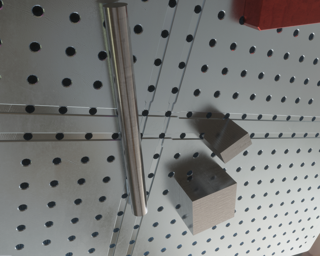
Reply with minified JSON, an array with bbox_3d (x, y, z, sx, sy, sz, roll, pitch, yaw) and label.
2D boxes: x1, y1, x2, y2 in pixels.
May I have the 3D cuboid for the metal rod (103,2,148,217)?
[{"bbox_3d":[-0.038,0.001,0.392,0.025,0.025,0.298,-17,125,-19],"label":"metal rod"}]

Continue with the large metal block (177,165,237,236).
[{"bbox_3d":[0.077,0.119,0.513,0.081,0.050,0.079,-18,126,-19],"label":"large metal block"}]

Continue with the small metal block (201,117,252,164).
[{"bbox_3d":[0.099,0.018,0.462,0.050,0.050,0.025,-35,129,-5],"label":"small metal block"}]

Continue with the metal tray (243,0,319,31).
[{"bbox_3d":[0.173,-0.179,0.395,0.131,0.030,0.089,-14,124,-21],"label":"metal tray"}]
